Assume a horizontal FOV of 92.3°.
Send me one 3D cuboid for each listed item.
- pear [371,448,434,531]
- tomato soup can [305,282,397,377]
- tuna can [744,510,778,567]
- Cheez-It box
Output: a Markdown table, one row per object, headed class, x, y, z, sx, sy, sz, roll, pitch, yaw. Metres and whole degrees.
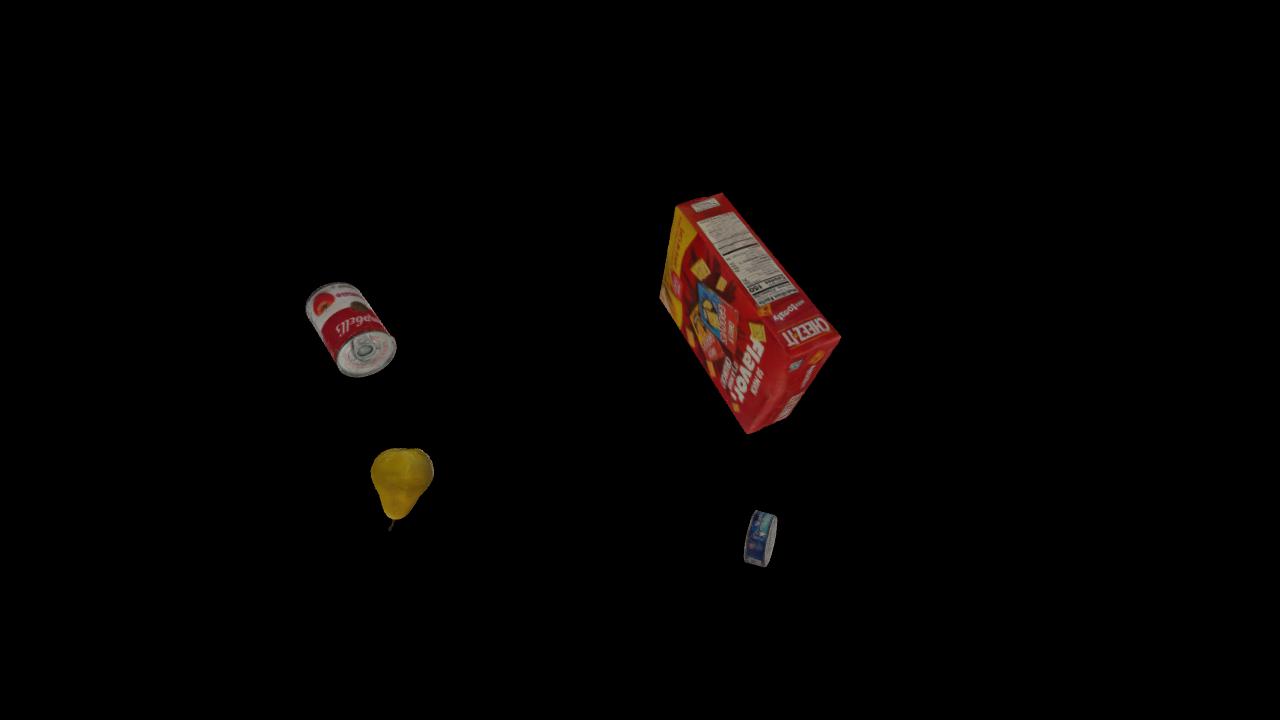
| class | x | y | z | sx | sy | sz | roll | pitch | yaw |
| --- | --- | --- | --- | --- | --- | --- | --- | --- | --- |
| pear | -0.317 | 0.174 | 0.820 | 0.080 | 0.111 | 0.080 | 1 | -4 | 0 |
| tomato soup can | -0.339 | -0.037 | 0.719 | 0.068 | 0.068 | 0.101 | 0 | 39 | -52 |
| tuna can | 0.192 | 0.284 | 0.977 | 0.034 | 0.084 | 0.084 | 10 | 4 | 23 |
| Cheez-It box | 0.108 | -0.051 | 0.693 | 0.071 | 0.223 | 0.166 | -21 | -28 | -19 |
